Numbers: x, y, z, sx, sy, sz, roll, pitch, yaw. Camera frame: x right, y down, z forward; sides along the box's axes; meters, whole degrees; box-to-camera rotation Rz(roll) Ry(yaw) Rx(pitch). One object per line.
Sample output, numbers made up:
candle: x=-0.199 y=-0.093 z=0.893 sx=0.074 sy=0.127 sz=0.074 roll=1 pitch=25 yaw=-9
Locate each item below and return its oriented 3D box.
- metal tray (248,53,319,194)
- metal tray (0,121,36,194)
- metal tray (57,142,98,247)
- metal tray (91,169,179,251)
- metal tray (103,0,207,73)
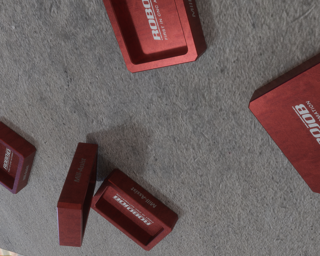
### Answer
metal tray: x=0.166 y=-0.001 z=0.315 sx=0.090 sy=0.030 sz=0.130 roll=-33 pitch=100 yaw=38
metal tray: x=-0.293 y=0.060 z=0.595 sx=0.090 sy=0.030 sz=0.129 roll=36 pitch=129 yaw=4
metal tray: x=-0.119 y=0.094 z=0.459 sx=0.030 sy=0.130 sz=0.089 roll=7 pitch=125 yaw=-5
metal tray: x=-0.046 y=0.137 z=0.512 sx=0.130 sy=0.030 sz=0.089 roll=38 pitch=129 yaw=2
metal tray: x=-0.011 y=-0.130 z=0.328 sx=0.090 sy=0.030 sz=0.129 roll=-5 pitch=116 yaw=30
